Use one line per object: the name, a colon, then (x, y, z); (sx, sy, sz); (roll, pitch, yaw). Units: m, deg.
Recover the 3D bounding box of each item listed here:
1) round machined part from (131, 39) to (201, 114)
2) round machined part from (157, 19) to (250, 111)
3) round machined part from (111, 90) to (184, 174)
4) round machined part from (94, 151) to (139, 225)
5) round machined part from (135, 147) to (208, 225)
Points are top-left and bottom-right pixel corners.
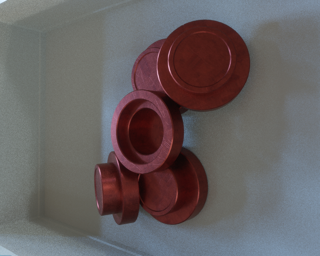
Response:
round machined part: (0.002, -0.064, 0.390); (0.098, 0.042, 0.097); (0, 90, 39)
round machined part: (0.045, -0.068, 0.328); (0.098, 0.042, 0.097); (0, 87, 9)
round machined part: (-0.011, 0.004, 0.372); (0.098, 0.042, 0.097); (0, 90, 39)
round machined part: (-0.062, 0.080, 0.415); (0.098, 0.042, 0.097); (177, 90, -69)
round machined part: (0.007, 0.072, 0.386); (0.098, 0.042, 0.097); (0, 90, 39)
